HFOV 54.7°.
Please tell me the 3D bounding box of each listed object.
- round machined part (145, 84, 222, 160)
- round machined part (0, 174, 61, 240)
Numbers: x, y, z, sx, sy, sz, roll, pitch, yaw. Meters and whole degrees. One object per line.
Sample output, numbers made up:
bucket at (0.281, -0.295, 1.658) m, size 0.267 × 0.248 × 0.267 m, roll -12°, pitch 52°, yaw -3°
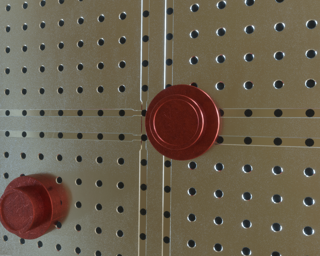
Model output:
round machined part at (0.026, -0.007, 0.394) m, size 0.098 × 0.042 × 0.097 m, roll 0°, pitch 90°, yaw 19°
round machined part at (-0.206, 0.123, 0.474) m, size 0.098 × 0.042 × 0.097 m, roll 0°, pitch 90°, yaw 19°
